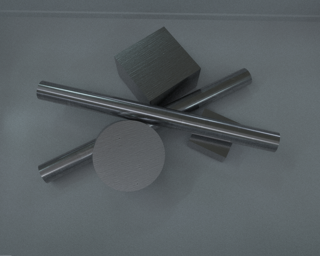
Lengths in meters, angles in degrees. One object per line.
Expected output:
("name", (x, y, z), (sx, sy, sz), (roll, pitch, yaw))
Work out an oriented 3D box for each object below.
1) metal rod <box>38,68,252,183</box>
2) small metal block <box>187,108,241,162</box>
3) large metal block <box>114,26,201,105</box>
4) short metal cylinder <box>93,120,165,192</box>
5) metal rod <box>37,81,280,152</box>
("metal rod", (-0.012, -0.008, 0.410), (0.302, 0.025, 0.025), (-26, 72, -10))
("small metal block", (0.070, 0.010, 0.404), (0.050, 0.025, 0.050), (25, 72, 8))
("large metal block", (-0.004, -0.077, 0.422), (0.080, 0.050, 0.080), (-34, 74, -12))
("short metal cylinder", (-0.039, 0.030, 0.368), (0.081, 0.050, 0.079), (0, 92, -12))
("metal rod", (-0.005, -0.016, 0.387), (0.302, 0.025, 0.025), (13, 71, 4))
